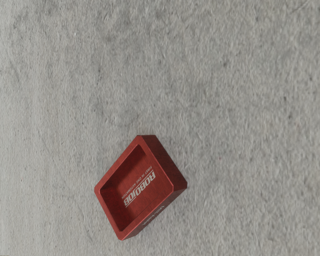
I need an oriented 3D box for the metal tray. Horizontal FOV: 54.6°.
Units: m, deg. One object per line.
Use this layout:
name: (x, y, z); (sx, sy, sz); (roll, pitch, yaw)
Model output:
metal tray: (-0.032, 0.082, 0.429); (0.129, 0.030, 0.090); (-49, 61, 28)
